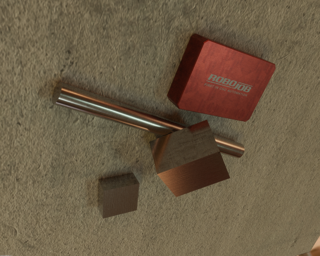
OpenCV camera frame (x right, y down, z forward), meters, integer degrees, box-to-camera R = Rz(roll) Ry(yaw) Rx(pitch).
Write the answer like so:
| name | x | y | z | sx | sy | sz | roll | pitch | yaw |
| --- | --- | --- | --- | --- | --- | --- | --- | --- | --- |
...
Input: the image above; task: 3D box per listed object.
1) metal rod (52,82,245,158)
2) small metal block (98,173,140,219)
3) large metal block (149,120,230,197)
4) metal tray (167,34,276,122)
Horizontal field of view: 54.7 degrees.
| name | x | y | z | sx | sy | sz | roll | pitch | yaw |
| --- | --- | --- | --- | --- | --- | --- | --- | --- | --- |
| metal rod | 0.009 | 0.000 | 0.413 | 0.302 | 0.025 | 0.025 | 17 | 109 | -36 |
| small metal block | -0.059 | 0.094 | 0.435 | 0.050 | 0.025 | 0.050 | -8 | 122 | -25 |
| large metal block | 0.042 | 0.044 | 0.417 | 0.080 | 0.050 | 0.080 | -21 | 142 | 8 |
| metal tray | 0.084 | -0.062 | 0.413 | 0.131 | 0.030 | 0.089 | 9 | 114 | -33 |
